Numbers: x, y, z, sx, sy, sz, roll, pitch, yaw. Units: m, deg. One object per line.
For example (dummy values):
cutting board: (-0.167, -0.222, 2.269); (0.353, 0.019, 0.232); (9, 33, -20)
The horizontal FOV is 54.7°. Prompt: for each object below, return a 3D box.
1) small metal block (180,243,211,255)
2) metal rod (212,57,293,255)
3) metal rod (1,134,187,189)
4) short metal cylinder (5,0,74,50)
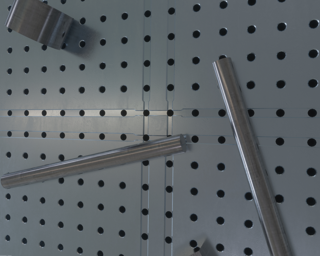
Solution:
small metal block: (0.046, 0.186, 0.396); (0.050, 0.025, 0.050); (-35, 79, 16)
metal rod: (0.117, 0.060, 0.371); (0.025, 0.025, 0.299); (-18, 84, 19)
metal rod: (-0.108, 0.053, 0.450); (0.301, 0.025, 0.025); (-13, 86, 19)
short metal cylinder: (-0.172, -0.153, 0.444); (0.080, 0.080, 0.050); (30, 100, 17)
